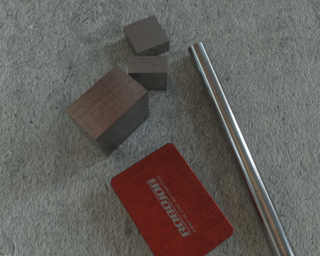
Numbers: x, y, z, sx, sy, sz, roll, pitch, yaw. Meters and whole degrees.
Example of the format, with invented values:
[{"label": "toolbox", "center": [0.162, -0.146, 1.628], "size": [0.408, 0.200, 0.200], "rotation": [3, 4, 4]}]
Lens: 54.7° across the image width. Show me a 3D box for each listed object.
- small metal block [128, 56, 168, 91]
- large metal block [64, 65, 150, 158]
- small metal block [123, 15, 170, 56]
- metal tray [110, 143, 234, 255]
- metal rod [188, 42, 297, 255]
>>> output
[{"label": "small metal block", "center": [-0.016, -0.073, 0.422], "size": [0.050, 0.050, 0.025], "rotation": [-1, 70, -1]}, {"label": "large metal block", "center": [-0.060, -0.018, 0.385], "size": [0.050, 0.080, 0.080], "rotation": [41, 75, 13]}, {"label": "small metal block", "center": [-0.020, -0.131, 0.456], "size": [0.050, 0.025, 0.050], "rotation": [-24, 72, -9]}, {"label": "metal tray", "center": [0.012, 0.095, 0.371], "size": [0.090, 0.030, 0.130], "rotation": [-32, 73, -11]}, {"label": "metal rod", "center": [0.098, 0.017, 0.403], "size": [0.025, 0.025, 0.299], "rotation": [-17, 71, -6]}]
